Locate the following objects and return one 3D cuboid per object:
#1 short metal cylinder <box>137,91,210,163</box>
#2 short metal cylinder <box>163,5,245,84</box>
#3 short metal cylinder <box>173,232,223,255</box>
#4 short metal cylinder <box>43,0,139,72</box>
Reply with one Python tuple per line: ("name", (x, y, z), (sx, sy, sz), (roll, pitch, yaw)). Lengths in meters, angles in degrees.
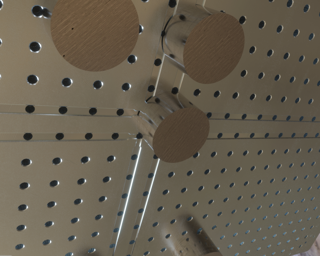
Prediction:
("short metal cylinder", (0.017, -0.001, 0.405), (0.081, 0.050, 0.079), (-14, 125, -21))
("short metal cylinder", (0.051, -0.098, 0.364), (0.081, 0.050, 0.079), (-14, 125, -21))
("short metal cylinder", (0.072, 0.246, 0.589), (0.081, 0.050, 0.079), (-14, 124, -21))
("short metal cylinder", (-0.067, -0.101, 0.297), (0.081, 0.050, 0.079), (-14, 125, -21))
